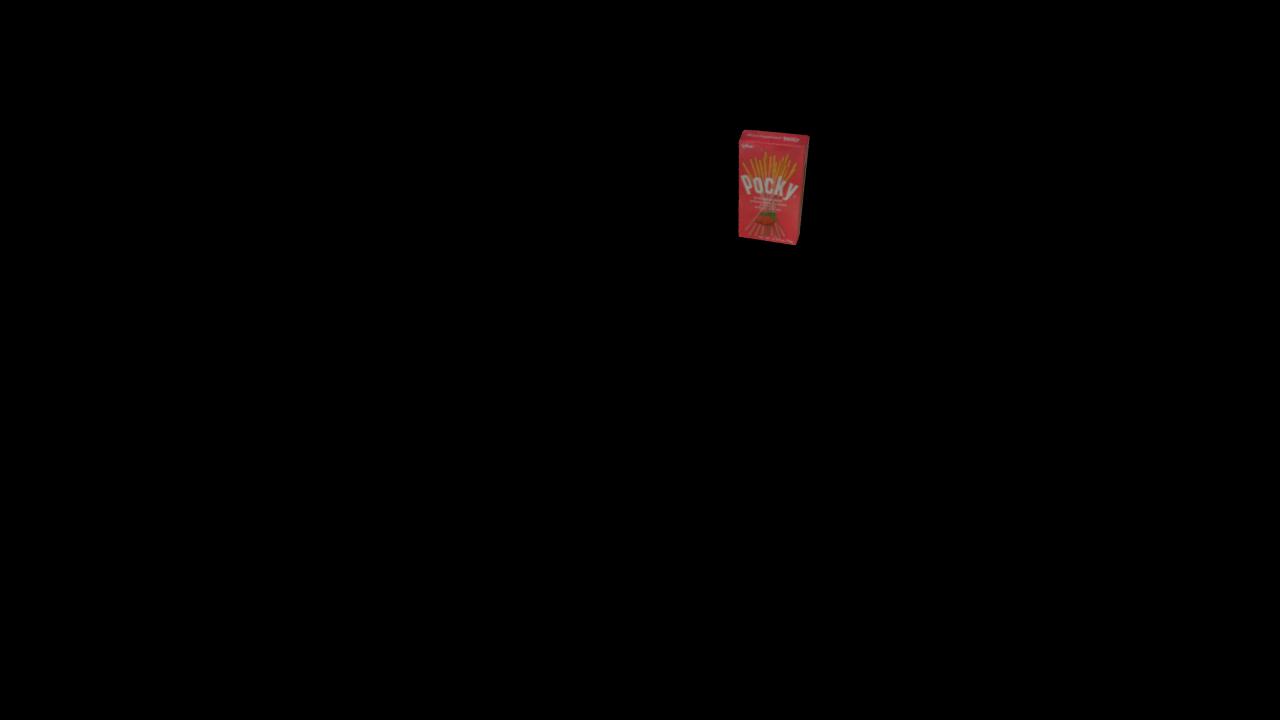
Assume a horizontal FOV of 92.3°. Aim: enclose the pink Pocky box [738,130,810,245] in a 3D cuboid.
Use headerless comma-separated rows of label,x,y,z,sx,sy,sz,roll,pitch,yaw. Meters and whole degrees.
pink Pocky box,0.172,-0.223,0.808,0.084,0.029,0.155,13,-37,18
